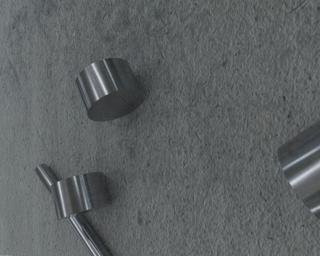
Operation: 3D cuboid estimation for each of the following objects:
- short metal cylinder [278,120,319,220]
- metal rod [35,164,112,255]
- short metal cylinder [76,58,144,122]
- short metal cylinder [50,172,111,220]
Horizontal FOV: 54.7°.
[{"bbox_3d":[0.143,0.034,0.251,0.050,0.081,0.080,-43,64,31],"label":"short metal cylinder"},{"bbox_3d":[-0.131,0.162,0.513,0.300,0.025,0.025,41,115,32],"label":"metal rod"},{"bbox_3d":[-0.069,-0.051,0.426,0.080,0.081,0.050,-38,67,33],"label":"short metal cylinder"},{"bbox_3d":[-0.119,0.102,0.467,0.080,0.081,0.050,-28,73,36],"label":"short metal cylinder"}]
